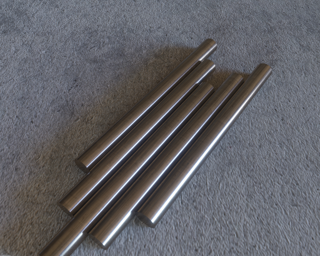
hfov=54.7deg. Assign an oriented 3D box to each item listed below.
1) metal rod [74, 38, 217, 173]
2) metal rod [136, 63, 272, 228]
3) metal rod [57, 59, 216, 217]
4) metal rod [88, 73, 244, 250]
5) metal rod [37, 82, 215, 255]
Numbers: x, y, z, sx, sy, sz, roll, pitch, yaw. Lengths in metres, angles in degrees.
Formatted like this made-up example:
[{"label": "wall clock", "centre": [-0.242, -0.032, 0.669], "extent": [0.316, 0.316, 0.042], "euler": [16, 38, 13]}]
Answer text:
[{"label": "metal rod", "centre": [-0.003, -0.047, 0.444], "extent": [0.025, 0.025, 0.301], "euler": [29, 56, 22]}, {"label": "metal rod", "centre": [0.073, 0.003, 0.402], "extent": [0.025, 0.025, 0.301], "euler": [29, 56, 22]}, {"label": "metal rod", "centre": [-0.012, -0.005, 0.409], "extent": [0.025, 0.025, 0.301], "euler": [29, 56, 22]}, {"label": "metal rod", "centre": [0.026, 0.021, 0.387], "extent": [0.025, 0.025, 0.301], "euler": [29, 56, 22]}, {"label": "metal rod", "centre": [-0.019, 0.036, 0.374], "extent": [0.025, 0.025, 0.301], "euler": [29, 56, 22]}]
